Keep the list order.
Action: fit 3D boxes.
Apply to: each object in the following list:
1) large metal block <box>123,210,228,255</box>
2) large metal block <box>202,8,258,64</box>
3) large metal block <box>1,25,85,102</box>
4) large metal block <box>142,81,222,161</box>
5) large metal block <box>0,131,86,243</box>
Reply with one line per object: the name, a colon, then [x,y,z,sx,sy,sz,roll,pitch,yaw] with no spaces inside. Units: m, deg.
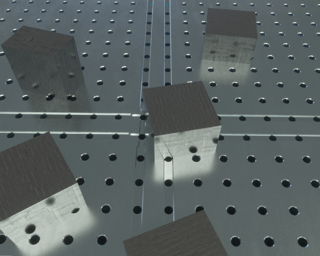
large metal block: [0.019,0.133,0.280,0.081,0.050,0.080,-17,52,-14]
large metal block: [0.117,-0.157,0.525,0.080,0.050,0.080,7,50,5]
large metal block: [-0.165,-0.092,0.447,0.080,0.080,0.050,15,52,12]
large metal block: [0.025,-0.011,0.401,0.081,0.050,0.080,-9,51,-8]
large metal block: [-0.139,0.062,0.338,0.081,0.050,0.080,-26,55,-21]
